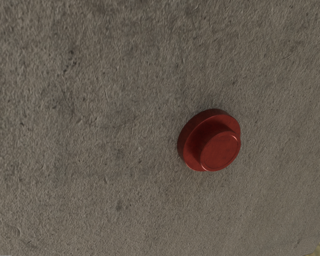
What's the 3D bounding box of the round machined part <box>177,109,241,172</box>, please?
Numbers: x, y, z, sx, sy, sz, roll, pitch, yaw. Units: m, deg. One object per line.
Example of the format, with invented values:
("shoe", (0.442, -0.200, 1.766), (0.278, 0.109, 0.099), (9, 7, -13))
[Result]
("round machined part", (0.078, 0.024, 0.453), (0.099, 0.042, 0.097), (-14, 124, -21))
